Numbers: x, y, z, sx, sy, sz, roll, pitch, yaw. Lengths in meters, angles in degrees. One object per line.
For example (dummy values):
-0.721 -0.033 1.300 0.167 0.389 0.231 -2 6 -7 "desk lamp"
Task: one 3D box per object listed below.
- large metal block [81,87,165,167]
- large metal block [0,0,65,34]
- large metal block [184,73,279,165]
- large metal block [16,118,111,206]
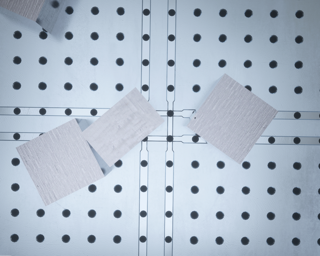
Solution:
-0.041 -0.001 0.386 0.080 0.080 0.050 -40 90 0 "large metal block"
-0.171 -0.181 0.400 0.080 0.050 0.080 24 90 0 "large metal block"
0.088 -0.011 0.401 0.080 0.050 0.080 36 90 0 "large metal block"
-0.121 0.041 0.400 0.080 0.050 0.080 -27 90 0 "large metal block"
